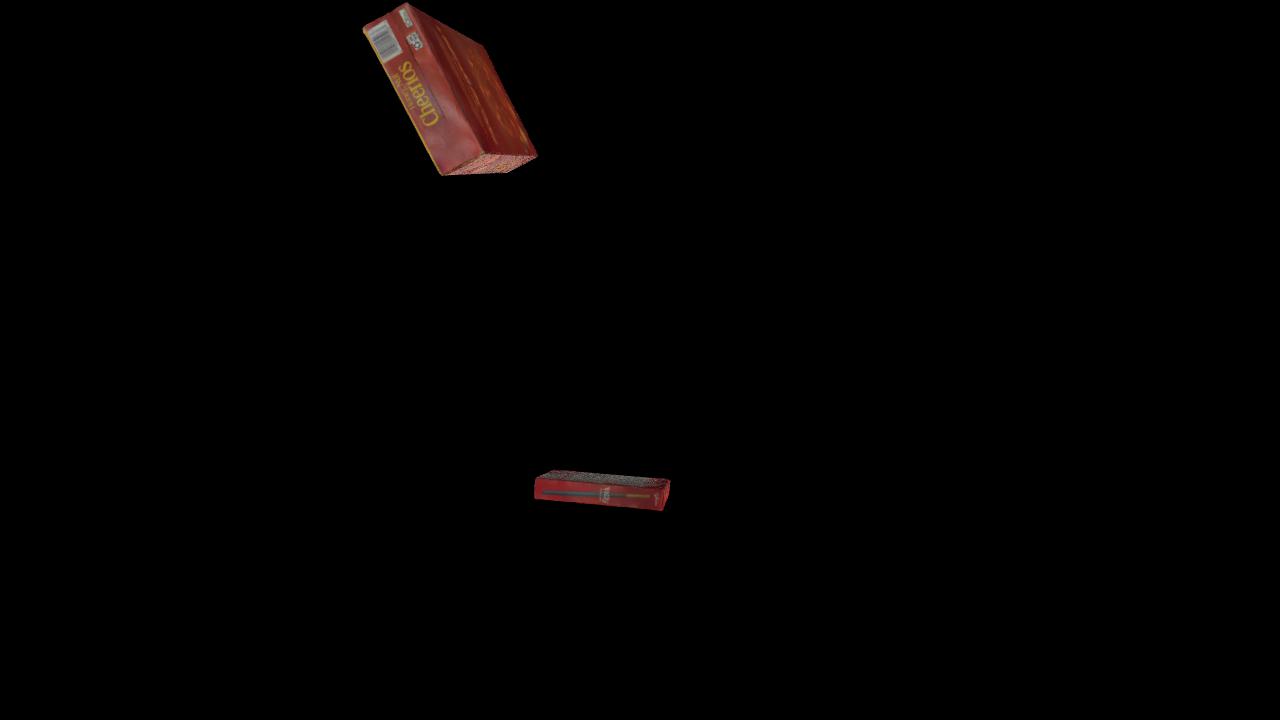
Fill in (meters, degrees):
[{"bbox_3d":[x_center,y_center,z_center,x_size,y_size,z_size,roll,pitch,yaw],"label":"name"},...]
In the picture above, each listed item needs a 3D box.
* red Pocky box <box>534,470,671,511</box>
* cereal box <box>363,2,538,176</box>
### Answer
[{"bbox_3d":[-0.043,0.156,0.745,0.155,0.028,0.083,3,-4,7],"label":"red Pocky box"},{"bbox_3d":[-0.264,-0.387,0.928,0.081,0.203,0.306,-24,15,11],"label":"cereal box"}]
